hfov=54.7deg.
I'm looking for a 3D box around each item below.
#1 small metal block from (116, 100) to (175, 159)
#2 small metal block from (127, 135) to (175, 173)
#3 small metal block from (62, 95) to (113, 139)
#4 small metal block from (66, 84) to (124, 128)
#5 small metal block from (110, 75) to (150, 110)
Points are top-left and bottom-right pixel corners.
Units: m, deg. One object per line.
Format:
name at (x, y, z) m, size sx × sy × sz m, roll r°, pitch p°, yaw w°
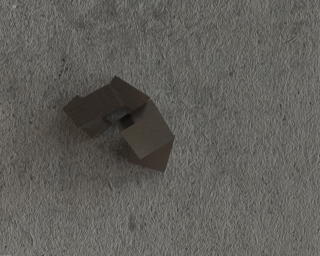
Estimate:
small metal block at (-0.017, 0.002, 0.374) m, size 0.050 × 0.025 × 0.050 m, roll -31°, pitch 128°, yaw 0°
small metal block at (-0.011, 0.027, 0.411) m, size 0.050 × 0.025 × 0.050 m, roll 16°, pitch 90°, yaw -1°
small metal block at (-0.091, -0.014, 0.398) m, size 0.025 × 0.050 × 0.050 m, roll -45°, pitch 91°, yaw 0°
small metal block at (-0.070, -0.023, 0.348) m, size 0.050 × 0.050 × 0.025 m, roll -29°, pitch 90°, yaw 0°
small metal block at (-0.040, -0.040, 0.398) m, size 0.050 × 0.050 × 0.025 m, roll 32°, pitch 90°, yaw -1°
